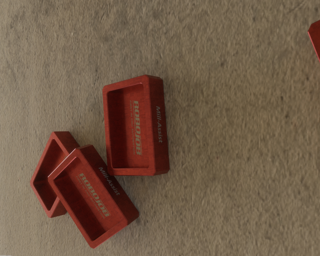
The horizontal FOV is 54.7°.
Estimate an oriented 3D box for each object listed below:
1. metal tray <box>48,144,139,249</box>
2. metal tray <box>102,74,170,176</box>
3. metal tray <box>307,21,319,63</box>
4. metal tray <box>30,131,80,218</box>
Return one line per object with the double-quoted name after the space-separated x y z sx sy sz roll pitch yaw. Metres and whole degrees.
-0.101 0.101 0.459 0.090 0.030 0.130 -42 79 28 "metal tray"
-0.035 -0.001 0.428 0.090 0.030 0.129 -7 85 39 "metal tray"
0.188 -0.043 0.246 0.090 0.030 0.129 -24 75 37 "metal tray"
-0.178 0.081 0.544 0.090 0.030 0.129 46 117 30 "metal tray"
